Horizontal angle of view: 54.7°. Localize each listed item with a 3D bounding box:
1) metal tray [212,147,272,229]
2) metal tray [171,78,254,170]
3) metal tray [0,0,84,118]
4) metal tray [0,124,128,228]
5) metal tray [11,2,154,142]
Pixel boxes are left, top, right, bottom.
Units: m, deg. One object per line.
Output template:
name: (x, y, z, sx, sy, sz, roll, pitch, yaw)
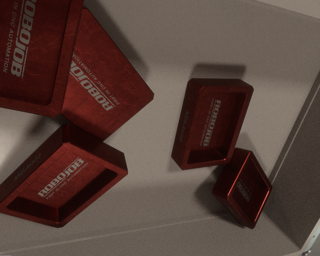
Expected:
metal tray: (0.145, 0.105, 0.529, 0.090, 0.030, 0.130, -57, 133, -20)
metal tray: (0.073, -0.005, 0.444, 0.091, 0.030, 0.129, -4, 120, -27)
metal tray: (-0.117, -0.081, 0.259, 0.091, 0.030, 0.129, 12, 101, -16)
metal tray: (-0.114, 0.062, 0.361, 0.130, 0.030, 0.090, -40, 132, 18)
metal tray: (-0.077, -0.052, 0.332, 0.090, 0.030, 0.130, -41, 130, -1)
